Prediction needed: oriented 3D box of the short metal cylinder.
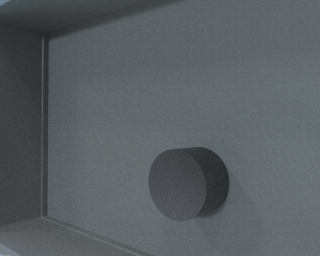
[{"bbox_3d":[0.033,0.063,0.364,0.080,0.050,0.080,0,90,40],"label":"short metal cylinder"}]
